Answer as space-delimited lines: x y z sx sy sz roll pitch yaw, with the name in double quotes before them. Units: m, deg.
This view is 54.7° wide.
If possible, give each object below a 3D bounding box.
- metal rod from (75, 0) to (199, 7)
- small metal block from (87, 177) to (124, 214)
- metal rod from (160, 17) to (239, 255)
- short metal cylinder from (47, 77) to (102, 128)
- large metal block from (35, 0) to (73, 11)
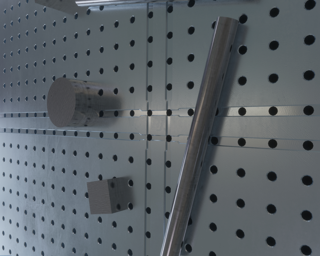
"metal rod" -0.019 -0.184 0.424 0.300 0.025 0.025 15 100 39
"small metal block" -0.085 0.105 0.479 0.050 0.025 0.050 -15 81 39
"metal rod" 0.044 0.022 0.372 0.025 0.025 0.298 21 103 38
"short metal cylinder" -0.142 -0.041 0.510 0.080 0.050 0.079 0 90 40
"large metal block" -0.180 -0.267 0.542 0.080 0.050 0.080 -19 78 38
